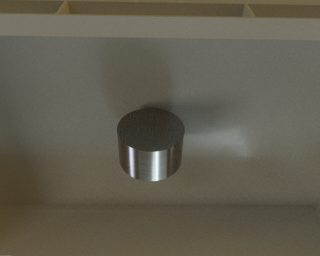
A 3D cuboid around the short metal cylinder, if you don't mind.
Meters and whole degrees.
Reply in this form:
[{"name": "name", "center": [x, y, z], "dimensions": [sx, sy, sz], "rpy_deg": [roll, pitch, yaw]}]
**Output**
[{"name": "short metal cylinder", "center": [-0.011, 0.019, 0.385], "dimensions": [0.080, 0.080, 0.050], "rpy_deg": [1, 130, -1]}]
